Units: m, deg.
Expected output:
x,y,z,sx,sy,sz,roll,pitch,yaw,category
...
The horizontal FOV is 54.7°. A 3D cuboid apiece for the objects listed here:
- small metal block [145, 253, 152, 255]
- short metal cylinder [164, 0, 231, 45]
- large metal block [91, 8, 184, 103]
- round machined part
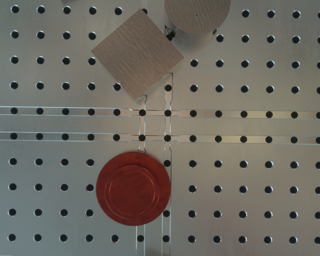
x,y,z,sx,sy,sz,roll,pitch,yaw,category
-0.007,0.205,0.414,0.050,0.025,0.050,24,90,-1,small metal block
0.046,-0.154,0.401,0.081,0.050,0.079,0,90,-1,short metal cylinder
-0.027,-0.090,0.400,0.080,0.050,0.080,-41,91,0,large metal block
-0.035,0.080,0.405,0.099,0.042,0.097,0,90,-1,round machined part
